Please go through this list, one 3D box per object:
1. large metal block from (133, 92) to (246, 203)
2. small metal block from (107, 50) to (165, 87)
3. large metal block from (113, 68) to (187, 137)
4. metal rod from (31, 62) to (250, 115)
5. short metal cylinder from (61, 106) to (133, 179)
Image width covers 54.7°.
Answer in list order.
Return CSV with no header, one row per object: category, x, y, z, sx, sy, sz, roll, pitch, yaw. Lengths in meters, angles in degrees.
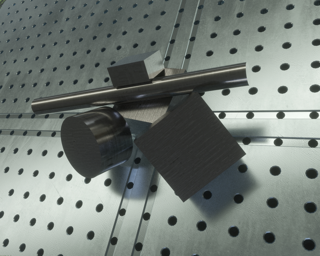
large metal block,0.030,0.018,0.334,0.080,0.050,0.080,-39,95,2
small metal block,-0.029,-0.074,0.385,0.050,0.025,0.050,-6,24,25
large metal block,-0.007,-0.033,0.411,0.080,0.050,0.080,12,67,33
metal rod,-0.043,-0.044,0.389,0.300,0.025,0.025,-5,59,25
short metal cylinder,-0.081,0.017,0.392,0.080,0.079,0.050,21,30,36
